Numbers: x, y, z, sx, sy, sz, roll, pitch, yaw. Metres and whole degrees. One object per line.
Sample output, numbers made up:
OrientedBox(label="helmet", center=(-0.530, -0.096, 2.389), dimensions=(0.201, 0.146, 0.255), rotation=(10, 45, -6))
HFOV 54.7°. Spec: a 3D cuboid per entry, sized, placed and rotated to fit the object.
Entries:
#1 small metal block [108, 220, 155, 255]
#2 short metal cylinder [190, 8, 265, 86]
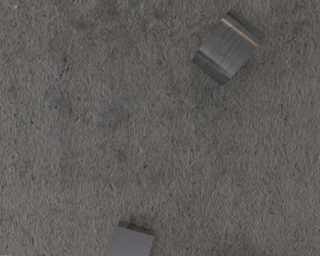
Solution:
OrientedBox(label="small metal block", center=(-0.038, 0.156, 0.410), dimensions=(0.050, 0.025, 0.050), rotation=(15, 90, 0))
OrientedBox(label="short metal cylinder", center=(0.083, -0.099, 0.383), dimensions=(0.050, 0.080, 0.080), rotation=(38, 90, 0))
